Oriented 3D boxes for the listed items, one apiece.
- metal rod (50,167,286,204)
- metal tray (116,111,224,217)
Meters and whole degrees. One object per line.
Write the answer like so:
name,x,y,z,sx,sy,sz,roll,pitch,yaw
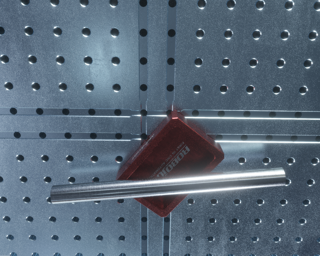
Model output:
metal rod,0.009,0.076,0.408,0.302,0.025,0.025,-5,110,1
metal tray,0.012,0.052,0.429,0.090,0.030,0.130,38,106,-13
